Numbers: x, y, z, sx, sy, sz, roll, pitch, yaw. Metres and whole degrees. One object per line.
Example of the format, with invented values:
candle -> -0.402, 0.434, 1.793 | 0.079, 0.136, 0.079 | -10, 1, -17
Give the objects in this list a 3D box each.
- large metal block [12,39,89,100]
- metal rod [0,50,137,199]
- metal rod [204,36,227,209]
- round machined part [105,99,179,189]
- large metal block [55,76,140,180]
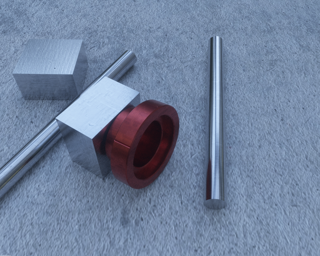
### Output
large metal block -> -0.157, -0.087, 0.458 | 0.081, 0.050, 0.080 | 1, 50, 0
metal rod -> -0.122, -0.015, 0.413 | 0.025, 0.025, 0.301 | 24, 54, 18
metal rod -> 0.077, -0.032, 0.430 | 0.025, 0.025, 0.300 | 5, 50, 4
round machined part -> -0.022, 0.014, 0.344 | 0.042, 0.097, 0.098 | 23, 53, 27
large metal block -> -0.066, 0.000, 0.367 | 0.050, 0.080, 0.080 | 27, 55, 20
